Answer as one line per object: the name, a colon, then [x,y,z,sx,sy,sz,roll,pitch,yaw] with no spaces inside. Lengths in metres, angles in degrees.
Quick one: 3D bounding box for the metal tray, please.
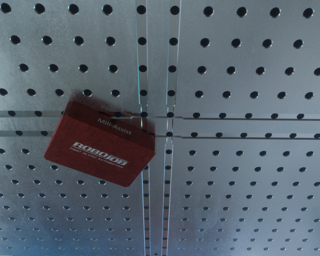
metal tray: [-0.082,0.027,0.431,0.131,0.030,0.090,24,126,-19]
